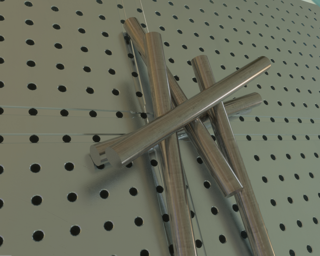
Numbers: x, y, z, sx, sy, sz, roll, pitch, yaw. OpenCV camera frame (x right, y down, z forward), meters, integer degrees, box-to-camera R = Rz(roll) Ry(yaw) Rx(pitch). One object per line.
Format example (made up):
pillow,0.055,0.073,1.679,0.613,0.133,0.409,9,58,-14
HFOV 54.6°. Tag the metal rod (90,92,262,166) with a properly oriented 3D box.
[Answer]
metal rod,0.044,-0.009,0.436,0.302,0.025,0.025,-19,72,-35

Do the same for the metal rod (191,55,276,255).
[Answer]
metal rod,0.095,0.039,0.412,0.025,0.025,0.299,-6,72,-31

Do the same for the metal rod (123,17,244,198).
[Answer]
metal rod,0.020,-0.044,0.418,0.025,0.025,0.299,-11,59,-33

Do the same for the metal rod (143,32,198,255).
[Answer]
metal rod,0.010,0.019,0.372,0.025,0.025,0.299,1,70,-28

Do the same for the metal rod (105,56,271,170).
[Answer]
metal rod,0.058,-0.035,0.391,0.302,0.025,0.025,-32,80,-36
